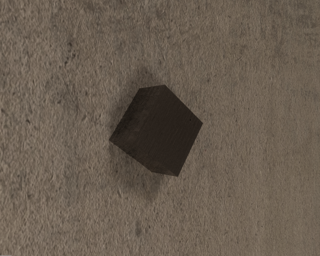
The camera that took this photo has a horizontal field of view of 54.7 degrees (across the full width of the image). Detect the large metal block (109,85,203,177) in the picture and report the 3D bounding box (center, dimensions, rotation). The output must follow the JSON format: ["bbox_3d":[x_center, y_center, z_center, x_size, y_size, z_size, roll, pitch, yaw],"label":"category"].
[{"bbox_3d":[-0.002,0.004,0.388,0.080,0.050,0.080,42,65,-32],"label":"large metal block"}]
